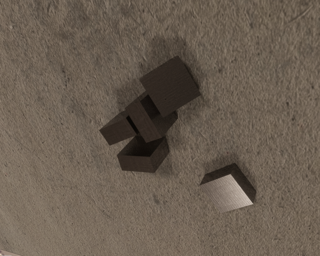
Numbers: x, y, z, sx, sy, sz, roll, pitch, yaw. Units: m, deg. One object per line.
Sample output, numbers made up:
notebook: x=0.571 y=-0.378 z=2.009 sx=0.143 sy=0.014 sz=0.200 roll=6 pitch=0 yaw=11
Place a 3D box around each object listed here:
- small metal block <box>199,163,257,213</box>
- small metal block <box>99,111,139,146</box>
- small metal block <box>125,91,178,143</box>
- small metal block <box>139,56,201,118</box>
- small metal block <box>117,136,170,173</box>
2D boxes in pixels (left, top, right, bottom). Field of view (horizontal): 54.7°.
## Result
small metal block: x=0.090 y=0.080 z=0.408 sx=0.050 sy=0.025 sz=0.050 roll=-30 pitch=102 yaw=37
small metal block: x=-0.043 y=-0.006 z=0.408 sx=0.050 sy=0.050 sz=0.025 roll=-22 pitch=107 yaw=36
small metal block: x=-0.009 y=-0.018 z=0.383 sx=0.025 sy=0.050 sz=0.050 roll=-20 pitch=108 yaw=36
small metal block: x=0.011 y=-0.048 z=0.355 sx=0.050 sy=0.025 sz=0.050 roll=-31 pitch=104 yaw=4
small metal block: x=-0.022 y=0.035 z=0.422 sx=0.050 sy=0.050 sz=0.025 roll=0 pitch=118 yaw=28
